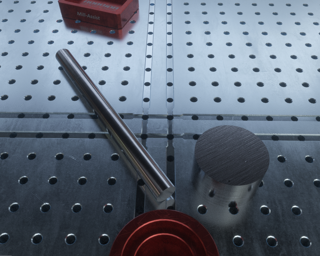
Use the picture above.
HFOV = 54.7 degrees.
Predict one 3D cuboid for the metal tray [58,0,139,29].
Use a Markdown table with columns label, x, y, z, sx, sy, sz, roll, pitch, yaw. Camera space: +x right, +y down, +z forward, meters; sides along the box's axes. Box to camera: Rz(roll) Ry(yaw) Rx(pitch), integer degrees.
| label | x | y | z | sx | sy | sz | roll | pitch | yaw |
| --- | --- | --- | --- | --- | --- | --- | --- | --- | --- |
| metal tray | -0.118 | -0.242 | 0.606 | 0.130 | 0.030 | 0.090 | 16 | 52 | 13 |

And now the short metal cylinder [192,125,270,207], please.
| label | x | y | z | sx | sy | sz | roll | pitch | yaw |
| --- | --- | --- | --- | --- | --- | --- | --- | --- | --- |
| short metal cylinder | 0.078 | 0.043 | 0.356 | 0.081 | 0.050 | 0.080 | 0 | 50 | 0 |

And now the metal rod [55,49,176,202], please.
| label | x | y | z | sx | sy | sz | roll | pitch | yaw |
| --- | --- | --- | --- | --- | --- | --- | --- | --- | --- |
| metal rod | -0.076 | -0.022 | 0.425 | 0.025 | 0.025 | 0.300 | -27 | 55 | -21 |

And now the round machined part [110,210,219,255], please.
| label | x | y | z | sx | sy | sz | roll | pitch | yaw |
| --- | --- | --- | --- | --- | --- | --- | --- | --- | --- |
| round machined part | 0.004 | 0.130 | 0.287 | 0.099 | 0.042 | 0.098 | 0 | 50 | 0 |
